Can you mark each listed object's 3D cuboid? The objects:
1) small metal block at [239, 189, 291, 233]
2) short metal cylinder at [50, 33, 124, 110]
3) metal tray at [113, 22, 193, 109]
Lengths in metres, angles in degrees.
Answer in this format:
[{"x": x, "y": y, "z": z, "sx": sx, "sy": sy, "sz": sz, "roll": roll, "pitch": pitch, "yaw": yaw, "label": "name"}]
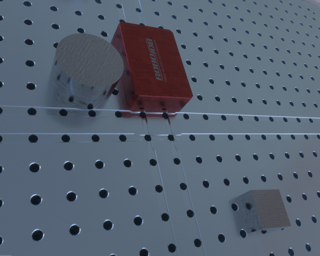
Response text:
[{"x": 0.141, "y": 0.111, "z": 0.416, "sx": 0.050, "sy": 0.025, "sz": 0.050, "roll": 5, "pitch": 60, "yaw": -26, "label": "small metal block"}, {"x": -0.092, "y": -0.070, "z": 0.385, "sx": 0.081, "sy": 0.050, "sz": 0.080, "roll": 14, "pitch": 56, "yaw": -21, "label": "short metal cylinder"}, {"x": -0.012, "y": -0.092, "z": 0.454, "sx": 0.091, "sy": 0.030, "sz": 0.130, "roll": 0, "pitch": 62, "yaw": -28, "label": "metal tray"}]
